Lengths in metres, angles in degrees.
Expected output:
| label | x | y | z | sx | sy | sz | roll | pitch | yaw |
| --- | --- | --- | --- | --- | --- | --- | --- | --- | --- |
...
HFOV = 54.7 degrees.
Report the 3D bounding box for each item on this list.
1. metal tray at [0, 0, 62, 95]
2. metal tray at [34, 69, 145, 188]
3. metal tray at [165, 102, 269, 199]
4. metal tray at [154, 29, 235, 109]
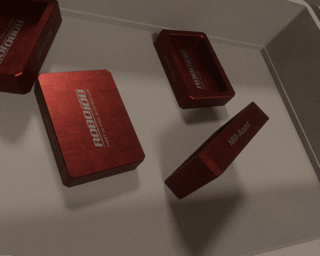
| label | x | y | z | sx | sy | sz | roll | pitch | yaw |
| --- | --- | --- | --- | --- | --- | --- | --- | --- | --- |
| metal tray | -0.175 | -0.101 | 0.350 | 0.091 | 0.030 | 0.130 | 8 | 56 | 0 |
| metal tray | -0.083 | -0.005 | 0.362 | 0.091 | 0.030 | 0.130 | -11 | 68 | -33 |
| metal tray | 0.072 | 0.027 | 0.388 | 0.030 | 0.090 | 0.131 | 48 | 51 | 5 |
| metal tray | 0.054 | -0.095 | 0.491 | 0.091 | 0.030 | 0.130 | -7 | 65 | -32 |
